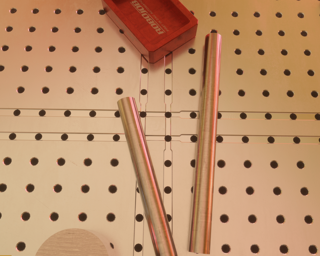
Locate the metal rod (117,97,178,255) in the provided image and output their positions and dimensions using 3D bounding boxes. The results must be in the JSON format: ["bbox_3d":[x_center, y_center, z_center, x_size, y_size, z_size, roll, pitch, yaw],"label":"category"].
[{"bbox_3d":[-0.007,0.099,0.375,0.025,0.025,0.299,-14,71,-6],"label":"metal rod"}]

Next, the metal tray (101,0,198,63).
[{"bbox_3d":[-0.017,-0.172,0.471,0.090,0.030,0.130,-36,74,-12],"label":"metal tray"}]

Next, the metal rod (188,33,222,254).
[{"bbox_3d":[0.063,0.005,0.410,0.025,0.025,0.299,6,70,2],"label":"metal rod"}]

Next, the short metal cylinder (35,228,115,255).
[{"bbox_3d":[-0.092,0.153,0.341,0.081,0.050,0.080,0,70,-1],"label":"short metal cylinder"}]
